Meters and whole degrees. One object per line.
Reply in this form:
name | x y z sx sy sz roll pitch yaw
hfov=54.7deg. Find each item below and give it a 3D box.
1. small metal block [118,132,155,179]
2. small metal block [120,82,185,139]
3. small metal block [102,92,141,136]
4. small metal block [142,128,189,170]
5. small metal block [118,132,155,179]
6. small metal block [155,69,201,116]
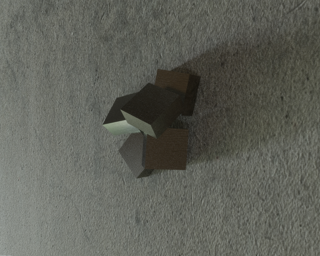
small metal block | -0.023 0.033 0.424 0.050 0.025 0.050 -52 60 27
small metal block | -0.008 -0.021 0.361 0.050 0.025 0.050 27 63 36
small metal block | -0.044 -0.020 0.424 0.050 0.025 0.050 -10 46 39
small metal block | 0.006 0.024 0.381 0.025 0.050 0.050 -164 78 -77
small metal block | -0.023 0.033 0.424 0.050 0.025 0.050 -52 60 27
small metal block | 0.019 -0.045 0.389 0.050 0.025 0.050 18 101 38
